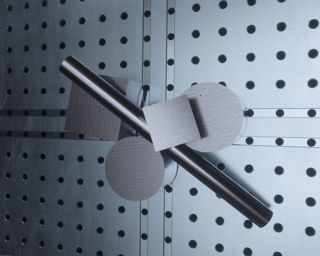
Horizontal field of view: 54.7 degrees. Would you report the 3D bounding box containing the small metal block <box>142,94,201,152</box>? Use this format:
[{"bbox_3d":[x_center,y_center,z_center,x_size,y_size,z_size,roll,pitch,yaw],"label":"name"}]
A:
[{"bbox_3d":[0.013,-0.004,0.343,0.050,0.025,0.050,-17,84,1],"label":"small metal block"}]

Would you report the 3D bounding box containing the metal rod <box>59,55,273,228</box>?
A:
[{"bbox_3d":[0.006,0.015,0.369,0.300,0.025,0.025,38,103,1],"label":"metal rod"}]

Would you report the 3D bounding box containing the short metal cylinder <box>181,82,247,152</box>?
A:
[{"bbox_3d":[0.061,-0.012,0.374,0.080,0.050,0.079,0,90,20],"label":"short metal cylinder"}]

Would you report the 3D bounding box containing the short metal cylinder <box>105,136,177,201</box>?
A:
[{"bbox_3d":[-0.024,0.050,0.404,0.080,0.050,0.079,0,90,20],"label":"short metal cylinder"}]

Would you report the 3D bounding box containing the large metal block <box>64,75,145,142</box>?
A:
[{"bbox_3d":[-0.074,-0.029,0.419,0.080,0.050,0.079,12,94,19],"label":"large metal block"}]
